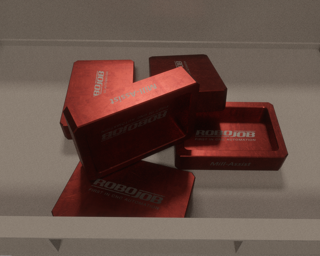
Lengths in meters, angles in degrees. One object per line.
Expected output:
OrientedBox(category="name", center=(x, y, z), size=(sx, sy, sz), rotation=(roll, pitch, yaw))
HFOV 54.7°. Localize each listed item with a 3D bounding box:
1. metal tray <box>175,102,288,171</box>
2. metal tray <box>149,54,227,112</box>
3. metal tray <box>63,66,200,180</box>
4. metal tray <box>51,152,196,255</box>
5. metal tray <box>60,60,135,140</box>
OrientedBox(category="metal tray", center=(0.084, 0.008, 0.395), size=(0.131, 0.030, 0.090), rotation=(1, 50, 0))
OrientedBox(category="metal tray", center=(0.033, -0.066, 0.433), size=(0.091, 0.030, 0.130), rotation=(-3, 33, -3))
OrientedBox(category="metal tray", center=(-0.024, -0.004, 0.325), size=(0.131, 0.089, 0.030), rotation=(-22, 54, -18))
OrientedBox(category="metal tray", center=(-0.035, 0.078, 0.336), size=(0.131, 0.030, 0.090), rotation=(13, 51, 10))
OrientedBox(category="metal tray", center=(-0.082, -0.044, 0.438), size=(0.091, 0.030, 0.130), rotation=(-1, 50, -2))
